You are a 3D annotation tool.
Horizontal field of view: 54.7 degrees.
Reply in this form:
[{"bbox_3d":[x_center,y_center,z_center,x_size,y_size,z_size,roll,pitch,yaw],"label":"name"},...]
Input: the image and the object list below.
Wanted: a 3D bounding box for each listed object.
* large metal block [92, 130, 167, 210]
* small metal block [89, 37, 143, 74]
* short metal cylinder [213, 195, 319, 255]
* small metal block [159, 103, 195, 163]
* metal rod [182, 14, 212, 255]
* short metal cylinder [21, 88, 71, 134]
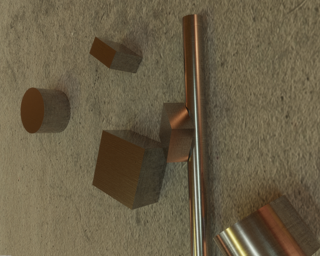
[{"bbox_3d":[-0.040,0.052,0.420,0.080,0.050,0.079,21,103,38],"label":"large metal block"},{"bbox_3d":[-0.062,-0.103,0.438,0.050,0.050,0.025,39,114,32],"label":"small metal block"},{"bbox_3d":[0.097,0.105,0.288,0.080,0.081,0.050,-46,63,30],"label":"short metal cylinder"},{"bbox_3d":[0.018,0.005,0.363,0.050,0.025,0.050,-106,18,-50],"label":"small metal block"},{"bbox_3d":[0.044,0.018,0.367,0.025,0.025,0.298,-3,88,39],"label":"metal rod"},{"bbox_3d":[-0.206,-0.030,0.555,0.080,0.050,0.079,0,90,39],"label":"short metal cylinder"}]
